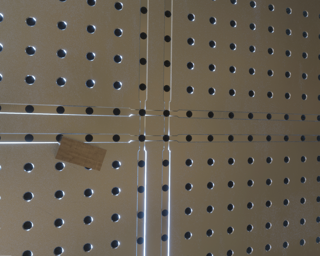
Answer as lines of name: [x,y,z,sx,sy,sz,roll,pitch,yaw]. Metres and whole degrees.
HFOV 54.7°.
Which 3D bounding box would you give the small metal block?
small metal block: [-0.095,0.029,0.365,0.050,0.050,0.025,20,84,-19]
